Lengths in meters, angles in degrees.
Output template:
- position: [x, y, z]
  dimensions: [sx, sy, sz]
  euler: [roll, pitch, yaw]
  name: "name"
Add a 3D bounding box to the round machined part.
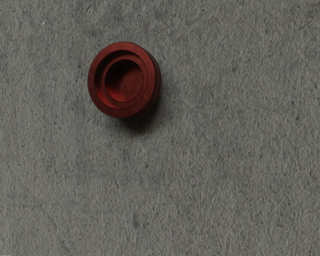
- position: [-0.044, -0.062, 0.416]
  dimensions: [0.098, 0.042, 0.097]
  euler: [0, 90, 20]
  name: "round machined part"
